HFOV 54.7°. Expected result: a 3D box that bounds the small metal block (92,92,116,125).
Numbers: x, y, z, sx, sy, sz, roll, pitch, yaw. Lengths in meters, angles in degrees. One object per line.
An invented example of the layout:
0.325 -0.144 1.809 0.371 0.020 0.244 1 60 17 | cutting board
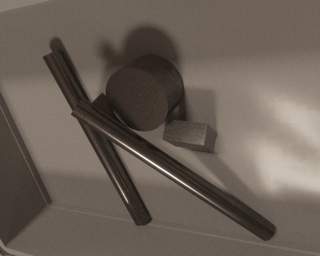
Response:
-0.067 -0.016 0.415 0.050 0.025 0.050 43 170 -2 | small metal block

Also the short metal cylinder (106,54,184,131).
-0.017 -0.043 0.374 0.080 0.050 0.079 13 124 20 | short metal cylinder

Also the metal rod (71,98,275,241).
0.024 0.058 0.392 0.301 0.025 0.025 34 130 -10 | metal rod

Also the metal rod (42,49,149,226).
-0.089 0.027 0.469 0.025 0.025 0.299 -12 113 33 | metal rod

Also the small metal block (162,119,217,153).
0.037 0.010 0.376 0.050 0.050 0.025 8 80 23 | small metal block
